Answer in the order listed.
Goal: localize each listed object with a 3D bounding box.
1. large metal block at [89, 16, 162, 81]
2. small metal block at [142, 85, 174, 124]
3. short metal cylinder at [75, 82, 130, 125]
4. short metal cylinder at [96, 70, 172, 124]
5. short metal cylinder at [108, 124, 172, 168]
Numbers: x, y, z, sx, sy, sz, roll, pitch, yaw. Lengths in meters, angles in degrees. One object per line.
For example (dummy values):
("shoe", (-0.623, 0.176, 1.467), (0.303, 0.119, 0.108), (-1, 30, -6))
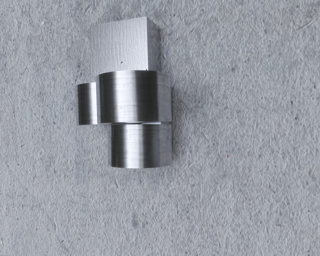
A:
("large metal block", (-0.044, -0.095, 0.413), (0.080, 0.050, 0.080), (-2, 89, 20))
("small metal block", (-0.002, -0.030, 0.400), (0.025, 0.050, 0.050), (1, 91, 20))
("short metal cylinder", (-0.069, -0.029, 0.406), (0.080, 0.080, 0.050), (-2, 89, 20))
("short metal cylinder", (-0.028, -0.031, 0.338), (0.080, 0.080, 0.050), (-2, 89, 20))
("short metal cylinder", (-0.025, 0.021, 0.390), (0.080, 0.080, 0.050), (0, 90, 20))
